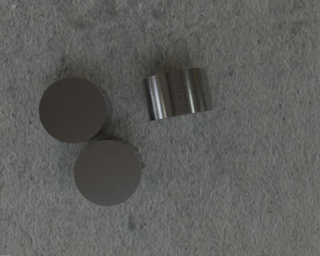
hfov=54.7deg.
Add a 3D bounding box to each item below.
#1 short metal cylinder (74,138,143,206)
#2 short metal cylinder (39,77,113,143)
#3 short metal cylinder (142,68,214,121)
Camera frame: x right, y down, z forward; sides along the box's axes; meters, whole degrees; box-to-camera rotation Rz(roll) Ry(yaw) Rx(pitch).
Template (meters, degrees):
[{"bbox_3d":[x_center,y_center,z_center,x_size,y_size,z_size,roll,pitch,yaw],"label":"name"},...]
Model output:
[{"bbox_3d":[-0.063,0.054,0.397,0.081,0.050,0.079,0,90,-1],"label":"short metal cylinder"},{"bbox_3d":[-0.105,-0.021,0.396,0.081,0.050,0.079,0,90,-1],"label":"short metal cylinder"},{"bbox_3d":[0.022,-0.040,0.383,0.080,0.080,0.050,-10,90,0],"label":"short metal cylinder"}]
